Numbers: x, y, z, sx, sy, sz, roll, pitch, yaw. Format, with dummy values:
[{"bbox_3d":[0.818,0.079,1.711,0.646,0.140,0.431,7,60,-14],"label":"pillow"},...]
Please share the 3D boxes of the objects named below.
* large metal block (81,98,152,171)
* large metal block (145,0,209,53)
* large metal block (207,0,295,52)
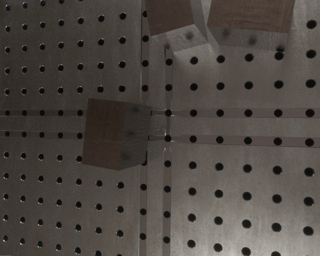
[{"bbox_3d":[-0.053,0.007,0.401,0.050,0.080,0.079,7,93,19],"label":"large metal block"},{"bbox_3d":[0.020,-0.145,0.376,0.050,0.080,0.080,-11,87,19],"label":"large metal block"},{"bbox_3d":[0.104,-0.123,0.347,0.080,0.080,0.050,12,94,19],"label":"large metal block"}]
